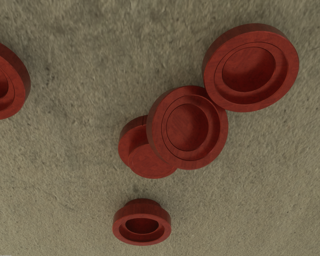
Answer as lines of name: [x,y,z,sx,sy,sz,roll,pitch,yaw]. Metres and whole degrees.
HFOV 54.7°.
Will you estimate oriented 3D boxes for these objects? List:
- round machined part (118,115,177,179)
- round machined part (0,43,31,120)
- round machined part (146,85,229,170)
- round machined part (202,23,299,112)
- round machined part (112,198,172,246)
round machined part: [-0.008,0.032,0.423,0.099,0.042,0.097,-1,130,0]
round machined part: [-0.194,-0.059,0.343,0.099,0.042,0.097,-1,130,0]
round machined part: [0.029,-0.001,0.374,0.099,0.042,0.097,-1,93,-22]
round machined part: [0.095,-0.068,0.340,0.099,0.042,0.097,-1,130,0]
round machined part: [-0.030,0.157,0.530,0.099,0.042,0.097,-1,130,0]
